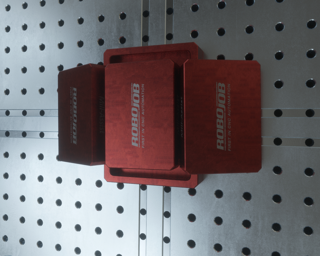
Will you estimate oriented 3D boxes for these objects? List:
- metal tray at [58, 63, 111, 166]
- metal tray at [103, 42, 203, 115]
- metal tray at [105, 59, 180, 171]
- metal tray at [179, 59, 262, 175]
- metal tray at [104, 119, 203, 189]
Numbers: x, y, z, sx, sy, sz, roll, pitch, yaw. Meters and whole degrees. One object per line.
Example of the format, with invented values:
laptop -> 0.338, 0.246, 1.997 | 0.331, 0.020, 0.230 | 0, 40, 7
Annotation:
metal tray -> -0.106, -0.017, 0.427 | 0.090, 0.030, 0.129 | 0, 90, 45
metal tray -> -0.011, -0.061, 0.412 | 0.130, 0.030, 0.089 | 1, 91, 19
metal tray -> -0.021, -0.015, 0.384 | 0.090, 0.030, 0.129 | 0, 90, 19
metal tray -> 0.070, -0.013, 0.365 | 0.091, 0.030, 0.129 | -1, 90, -8
metal tray -> -0.010, 0.029, 0.413 | 0.130, 0.030, 0.089 | 1, 91, 19
